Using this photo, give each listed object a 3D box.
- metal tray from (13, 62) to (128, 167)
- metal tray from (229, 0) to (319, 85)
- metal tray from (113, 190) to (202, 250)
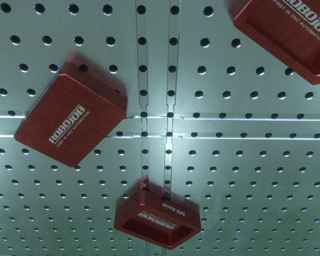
[{"bbox_3d":[-0.114,-0.011,0.398,0.090,0.030,0.130,33,123,-25],"label":"metal tray"},{"bbox_3d":[0.148,-0.111,0.314,0.131,0.030,0.090,28,125,-22],"label":"metal tray"},{"bbox_3d":[-0.004,0.166,0.548,0.131,0.030,0.090,30,124,-23],"label":"metal tray"}]
